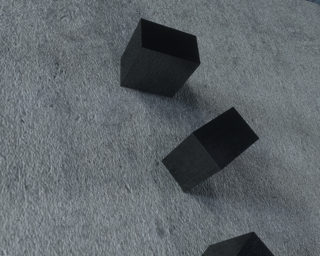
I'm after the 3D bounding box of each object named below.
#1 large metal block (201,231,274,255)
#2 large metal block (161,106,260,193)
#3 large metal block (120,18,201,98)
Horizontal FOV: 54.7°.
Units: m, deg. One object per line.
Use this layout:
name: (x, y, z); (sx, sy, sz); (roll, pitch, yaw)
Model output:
large metal block: (0.085, 0.162, 0.315); (0.050, 0.080, 0.080); (-35, 81, -38)
large metal block: (0.061, 0.027, 0.384); (0.081, 0.080, 0.050); (-30, 78, -38)
large metal block: (-0.003, -0.091, 0.422); (0.081, 0.080, 0.050); (10, 58, -23)
